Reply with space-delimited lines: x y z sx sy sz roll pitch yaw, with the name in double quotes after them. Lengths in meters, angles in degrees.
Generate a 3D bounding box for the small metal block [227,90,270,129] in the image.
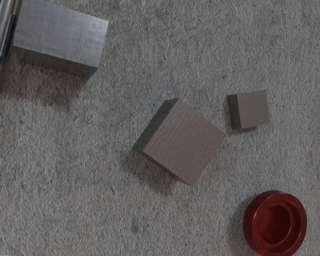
0.131 -0.028 0.457 0.050 0.025 0.050 -10 93 -20 "small metal block"

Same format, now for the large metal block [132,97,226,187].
0.024 0.018 0.405 0.080 0.050 0.080 38 78 -16 "large metal block"

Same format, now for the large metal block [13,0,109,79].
-0.108 -0.093 0.340 0.081 0.080 0.050 12 86 -20 "large metal block"

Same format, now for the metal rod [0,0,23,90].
-0.182 -0.078 0.341 0.025 0.025 0.298 13 85 -20 "metal rod"

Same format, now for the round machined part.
0.165 0.141 0.461 0.099 0.042 0.097 0 90 -20 "round machined part"
